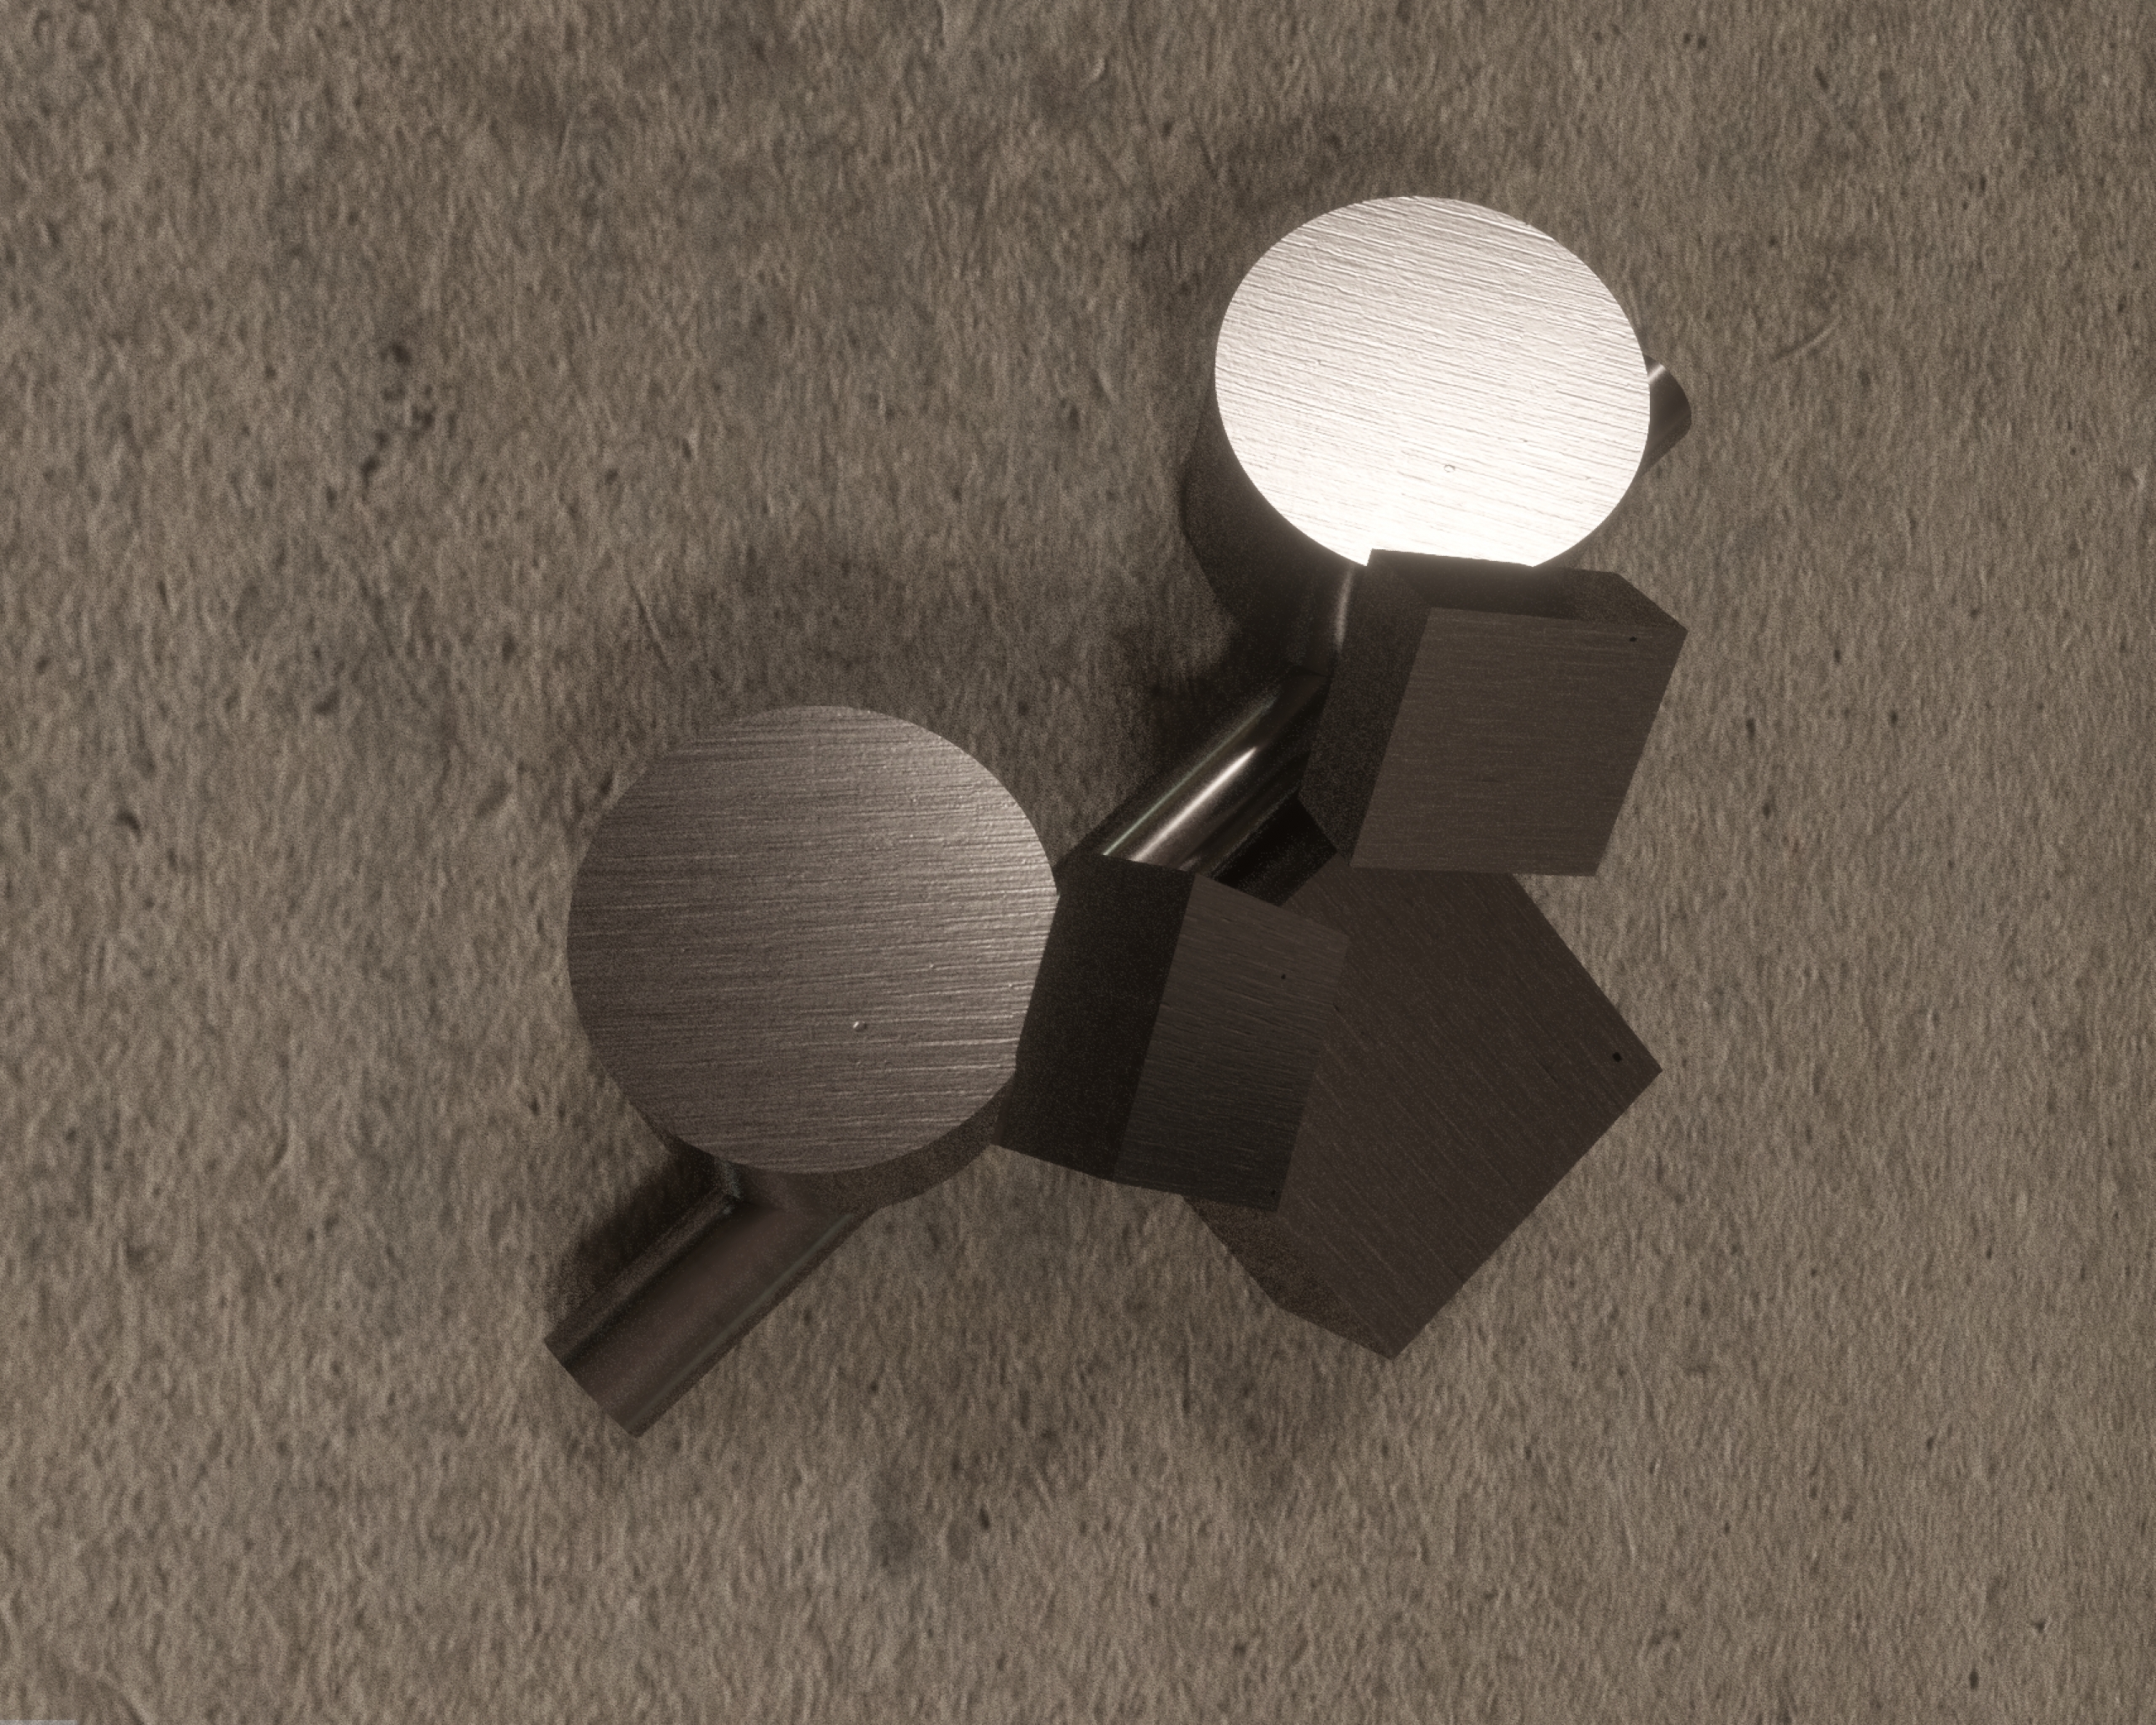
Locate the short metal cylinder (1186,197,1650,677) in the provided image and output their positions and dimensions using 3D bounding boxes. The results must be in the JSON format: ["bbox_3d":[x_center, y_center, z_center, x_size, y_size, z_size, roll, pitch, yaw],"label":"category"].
[{"bbox_3d":[0.064,-0.081,0.406,0.081,0.050,0.080,1,72,-4],"label":"short metal cylinder"}]

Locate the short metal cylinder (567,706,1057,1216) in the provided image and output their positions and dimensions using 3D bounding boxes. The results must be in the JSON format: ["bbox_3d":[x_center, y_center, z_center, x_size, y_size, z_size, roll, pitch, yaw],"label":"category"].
[{"bbox_3d":[-0.045,0.019,0.366,0.081,0.050,0.080,1,72,-4],"label":"short metal cylinder"}]

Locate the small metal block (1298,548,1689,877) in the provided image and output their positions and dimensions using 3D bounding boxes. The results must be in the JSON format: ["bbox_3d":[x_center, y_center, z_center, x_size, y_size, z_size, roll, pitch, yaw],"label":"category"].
[{"bbox_3d":[0.073,-0.026,0.372,0.050,0.025,0.050,2,120,-20],"label":"small metal block"}]

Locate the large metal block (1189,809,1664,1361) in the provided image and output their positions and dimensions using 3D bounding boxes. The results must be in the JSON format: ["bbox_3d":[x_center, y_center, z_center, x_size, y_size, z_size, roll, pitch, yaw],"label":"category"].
[{"bbox_3d":[0.054,0.037,0.416,0.080,0.050,0.080,-43,104,-15],"label":"large metal block"}]

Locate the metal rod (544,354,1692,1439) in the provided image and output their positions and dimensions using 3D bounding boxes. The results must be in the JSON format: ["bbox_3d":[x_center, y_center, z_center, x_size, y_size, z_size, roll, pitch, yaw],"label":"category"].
[{"bbox_3d":[0.018,-0.003,0.418,0.301,0.025,0.025,-43,104,-15],"label":"metal rod"}]

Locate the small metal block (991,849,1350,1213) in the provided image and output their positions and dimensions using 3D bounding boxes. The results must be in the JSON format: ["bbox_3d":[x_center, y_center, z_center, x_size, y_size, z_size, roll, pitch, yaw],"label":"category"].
[{"bbox_3d":[0.017,0.029,0.352,0.050,0.025,0.050,22,82,-51],"label":"small metal block"}]
